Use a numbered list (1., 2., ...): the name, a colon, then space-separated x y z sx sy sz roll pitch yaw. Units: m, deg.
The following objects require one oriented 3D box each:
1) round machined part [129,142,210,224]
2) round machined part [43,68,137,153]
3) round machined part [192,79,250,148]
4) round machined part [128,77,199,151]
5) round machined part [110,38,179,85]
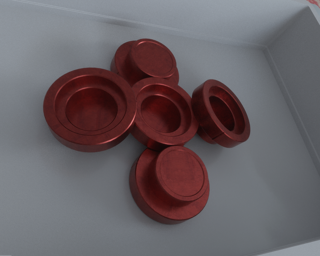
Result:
1. round machined part: 0.017 0.059 0.365 0.099 0.042 0.098 14 56 -21
2. round machined part: -0.077 -0.017 0.351 0.099 0.042 0.098 4 62 -7
3. round machined part: 0.079 -0.016 0.434 0.098 0.042 0.098 27 46 -31
4. round machined part: -0.002 -0.014 0.399 0.099 0.042 0.098 14 56 -21
5. round machined part: -0.016 -0.086 0.436 0.099 0.042 0.098 14 56 -21
